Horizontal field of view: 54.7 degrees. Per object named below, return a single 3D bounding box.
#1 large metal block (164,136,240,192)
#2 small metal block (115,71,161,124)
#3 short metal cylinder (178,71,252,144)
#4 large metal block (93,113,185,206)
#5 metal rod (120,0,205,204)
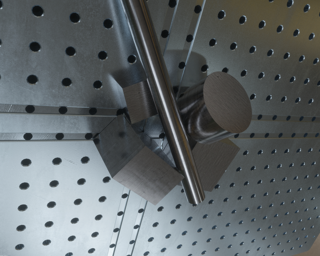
[{"bbox_3d":[0.055,0.041,0.452,0.080,0.050,0.080,19,108,-36],"label":"large metal block"},{"bbox_3d":[-0.021,-0.039,0.377,0.050,0.025,0.050,-22,127,-16],"label":"small metal block"},{"bbox_3d":[0.069,-0.024,0.391,0.081,0.080,0.050,9,157,-33],"label":"short metal cylinder"},{"bbox_3d":[-0.027,0.038,0.385,0.050,0.080,0.080,-45,130,3],"label":"large metal block"},{"bbox_3d":[0.006,-0.033,0.356,0.025,0.025,0.298,-25,116,-13],"label":"metal rod"}]
